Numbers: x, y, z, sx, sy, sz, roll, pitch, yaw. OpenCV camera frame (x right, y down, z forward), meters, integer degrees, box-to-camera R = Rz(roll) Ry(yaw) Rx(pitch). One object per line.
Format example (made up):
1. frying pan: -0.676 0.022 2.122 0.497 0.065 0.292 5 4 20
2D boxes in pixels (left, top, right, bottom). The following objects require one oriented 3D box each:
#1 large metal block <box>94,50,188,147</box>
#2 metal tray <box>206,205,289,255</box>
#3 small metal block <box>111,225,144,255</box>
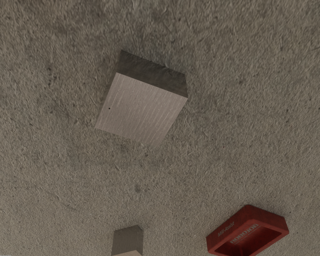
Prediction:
1. large metal block: -0.023 -0.032 0.363 0.081 0.050 0.079 18 128 -15
2. metal tray: 0.159 0.200 0.575 0.091 0.030 0.129 23 126 -19
3. small metal block: -0.059 0.213 0.571 0.050 0.050 0.025 -19 128 15
